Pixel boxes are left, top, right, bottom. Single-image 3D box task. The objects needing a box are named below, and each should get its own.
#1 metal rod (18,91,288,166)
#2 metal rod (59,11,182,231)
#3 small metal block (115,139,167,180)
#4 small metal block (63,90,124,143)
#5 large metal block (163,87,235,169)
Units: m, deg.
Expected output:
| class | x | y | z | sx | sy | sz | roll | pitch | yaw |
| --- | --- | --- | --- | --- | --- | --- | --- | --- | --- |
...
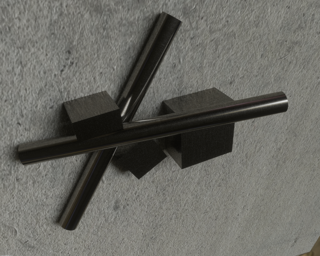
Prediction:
| class | x | y | z | sx | sy | sz | roll | pitch | yaw |
| --- | --- | --- | --- | --- | --- | --- | --- | --- | --- |
| metal rod | -0.004 | 0.000 | 0.353 | 0.302 | 0.025 | 0.025 | -12 | 125 | -3 |
| metal rod | -0.055 | 0.004 | 0.380 | 0.025 | 0.025 | 0.298 | 17 | 109 | -35 |
| small metal block | -0.027 | 0.033 | 0.414 | 0.050 | 0.025 | 0.050 | -39 | 130 | -2 |
| small metal block | -0.074 | -0.014 | 0.342 | 0.050 | 0.050 | 0.025 | -19 | 126 | -18 |
| large metal block | 0.053 | -0.001 | 0.421 | 0.081 | 0.050 | 0.079 | -17 | 125 | -20 |
